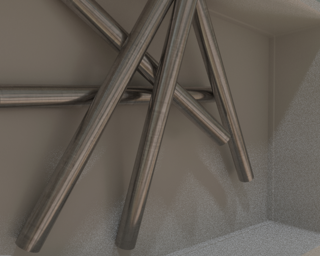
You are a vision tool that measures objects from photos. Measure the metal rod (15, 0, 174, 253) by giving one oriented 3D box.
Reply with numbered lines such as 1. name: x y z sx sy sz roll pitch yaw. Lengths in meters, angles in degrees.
1. metal rod: -0.062 -0.017 0.322 0.025 0.025 0.299 33 80 -36

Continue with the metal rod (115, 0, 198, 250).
1. metal rod: -0.006 -0.003 0.359 0.025 0.025 0.298 9 98 -40

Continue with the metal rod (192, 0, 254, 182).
1. metal rod: 0.093 -0.045 0.453 0.025 0.025 0.299 -39 119 -33

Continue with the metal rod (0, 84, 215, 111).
1. metal rod: -0.034 -0.040 0.379 0.302 0.025 0.025 -6 94 -40

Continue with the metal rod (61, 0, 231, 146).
1. metal rod: -0.016 -0.074 0.369 0.300 0.025 0.025 41 65 -24
